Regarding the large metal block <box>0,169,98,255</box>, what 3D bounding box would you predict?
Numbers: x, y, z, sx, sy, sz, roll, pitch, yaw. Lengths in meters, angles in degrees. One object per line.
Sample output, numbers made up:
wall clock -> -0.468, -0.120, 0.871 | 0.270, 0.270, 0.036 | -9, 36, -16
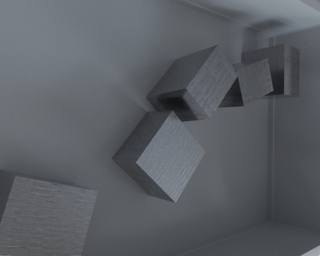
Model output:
large metal block -> -0.116, 0.089, 0.294 | 0.080, 0.050, 0.080 | 22, 76, -38

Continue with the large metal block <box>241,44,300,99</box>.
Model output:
large metal block -> 0.188, -0.092, 0.532 | 0.050, 0.080, 0.079 | 1, 90, -40

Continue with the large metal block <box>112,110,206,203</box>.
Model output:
large metal block -> 0.001, 0.035, 0.393 | 0.080, 0.050, 0.080 | 50, 60, -29

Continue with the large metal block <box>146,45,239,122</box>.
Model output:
large metal block -> 0.042, -0.055, 0.405 | 0.050, 0.080, 0.080 | 48, 61, -24

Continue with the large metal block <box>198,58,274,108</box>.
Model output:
large metal block -> 0.109, -0.066, 0.465 | 0.081, 0.080, 0.050 | -25, 106, -38
